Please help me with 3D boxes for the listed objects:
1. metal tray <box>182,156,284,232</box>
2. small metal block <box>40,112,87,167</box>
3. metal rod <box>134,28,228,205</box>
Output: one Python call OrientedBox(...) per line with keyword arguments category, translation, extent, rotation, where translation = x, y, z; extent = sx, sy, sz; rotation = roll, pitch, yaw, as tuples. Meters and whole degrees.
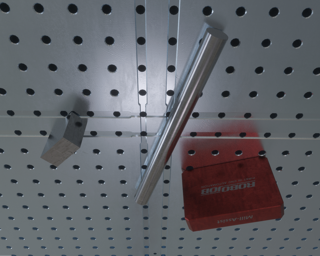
OrientedBox(category="metal tray", translation=(0.100, 0.094, 0.449), extent=(0.131, 0.090, 0.030), rotation=(-12, 129, 10))
OrientedBox(category="small metal block", translation=(-0.125, 0.015, 0.407), extent=(0.050, 0.050, 0.025), rotation=(-37, 121, 27))
OrientedBox(category="metal rod", translation=(0.015, 0.008, 0.418), extent=(0.025, 0.025, 0.298), rotation=(14, 129, -12))
